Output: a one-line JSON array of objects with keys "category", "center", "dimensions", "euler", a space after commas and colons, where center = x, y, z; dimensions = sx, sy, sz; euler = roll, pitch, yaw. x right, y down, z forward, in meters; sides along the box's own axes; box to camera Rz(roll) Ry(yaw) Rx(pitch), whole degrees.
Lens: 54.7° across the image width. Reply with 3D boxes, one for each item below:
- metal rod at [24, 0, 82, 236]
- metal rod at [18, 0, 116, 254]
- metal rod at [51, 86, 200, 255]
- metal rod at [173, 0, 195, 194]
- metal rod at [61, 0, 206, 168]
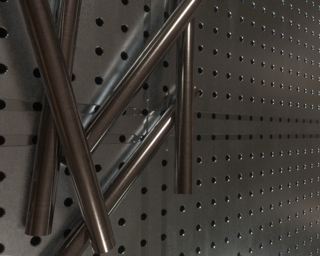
[{"category": "metal rod", "center": [-0.106, -0.044, 0.321], "dimensions": [0.025, 0.025, 0.298], "euler": [10, 84, -40]}, {"category": "metal rod", "center": [-0.092, -0.017, 0.299], "dimensions": [0.025, 0.025, 0.298], "euler": [-22, 104, -38]}, {"category": "metal rod", "center": [-0.035, 0.052, 0.381], "dimensions": [0.301, 0.025, 0.025], "euler": [-52, 121, -27]}, {"category": "metal rod", "center": [0.034, -0.064, 0.413], "dimensions": [0.025, 0.025, 0.299], "euler": [12, 75, -40]}, {"category": "metal rod", "center": [-0.017, -0.076, 0.374], "dimensions": [0.025, 0.025, 0.300], "euler": [45, 69, -31]}]
